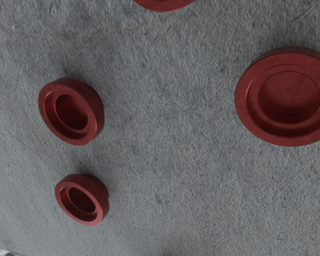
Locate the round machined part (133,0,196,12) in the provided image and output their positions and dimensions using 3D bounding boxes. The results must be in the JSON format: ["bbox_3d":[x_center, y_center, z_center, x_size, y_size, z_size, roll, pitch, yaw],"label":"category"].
[{"bbox_3d":[0.008,-0.163,0.291,0.098,0.042,0.097,13,124,21],"label":"round machined part"}]

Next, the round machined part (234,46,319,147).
[{"bbox_3d":[0.128,-0.033,0.308,0.098,0.042,0.097,13,124,21],"label":"round machined part"}]

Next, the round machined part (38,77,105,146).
[{"bbox_3d":[-0.120,-0.027,0.443,0.098,0.042,0.097,13,124,21],"label":"round machined part"}]

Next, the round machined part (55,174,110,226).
[{"bbox_3d":[-0.129,0.118,0.537,0.098,0.042,0.097,13,124,21],"label":"round machined part"}]
